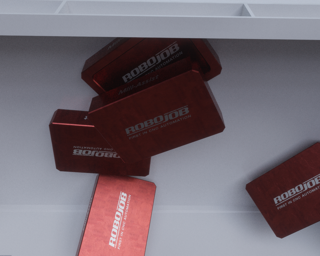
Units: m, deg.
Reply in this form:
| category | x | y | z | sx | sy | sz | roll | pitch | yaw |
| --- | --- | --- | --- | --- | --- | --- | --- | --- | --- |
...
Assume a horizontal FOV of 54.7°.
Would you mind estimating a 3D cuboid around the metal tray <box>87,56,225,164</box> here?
| category | x | y | z | sx | sy | sz | roll | pitch | yaw |
| --- | --- | --- | --- | --- | --- | --- | --- | --- | --- |
| metal tray | -0.003 | -0.015 | 0.353 | 0.130 | 0.030 | 0.090 | -21 | 128 | 16 |

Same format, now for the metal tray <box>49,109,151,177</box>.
| category | x | y | z | sx | sy | sz | roll | pitch | yaw |
| --- | --- | --- | --- | --- | --- | --- | --- | --- | --- |
| metal tray | -0.077 | 0.023 | 0.424 | 0.131 | 0.030 | 0.089 | 4 | 130 | -4 |

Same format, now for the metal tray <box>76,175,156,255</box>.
| category | x | y | z | sx | sy | sz | roll | pitch | yaw |
| --- | --- | --- | --- | --- | --- | --- | --- | --- | --- |
| metal tray | -0.062 | 0.136 | 0.455 | 0.091 | 0.130 | 0.030 | 17 | 153 | -14 |

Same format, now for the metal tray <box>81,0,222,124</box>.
| category | x | y | z | sx | sy | sz | roll | pitch | yaw |
| --- | --- | --- | --- | --- | --- | --- | --- | --- | --- |
| metal tray | -0.010 | -0.068 | 0.347 | 0.130 | 0.030 | 0.090 | -29 | 125 | 22 |

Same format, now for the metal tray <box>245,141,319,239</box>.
| category | x | y | z | sx | sy | sz | roll | pitch | yaw |
| --- | --- | --- | --- | --- | --- | --- | --- | --- | --- |
| metal tray | 0.202 | 0.089 | 0.445 | 0.130 | 0.090 | 0.030 | -40 | 160 | 29 |
